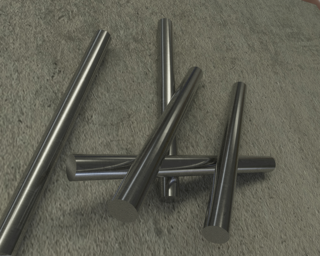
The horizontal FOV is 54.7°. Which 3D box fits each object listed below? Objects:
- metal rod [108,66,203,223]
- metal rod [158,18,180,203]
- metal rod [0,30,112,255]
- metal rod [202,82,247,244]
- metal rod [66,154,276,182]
[{"bbox_3d":[0.013,-0.010,0.366,0.025,0.025,0.301,36,35,-5],"label":"metal rod"},{"bbox_3d":[0.010,-0.045,0.437,0.025,0.025,0.299,13,56,-21],"label":"metal rod"},{"bbox_3d":[-0.109,-0.011,0.352,0.025,0.025,0.300,24,53,-14],"label":"metal rod"},{"bbox_3d":[0.092,0.015,0.401,0.025,0.025,0.301,35,37,-6],"label":"metal rod"},{"bbox_3d":[0.040,0.045,0.370,0.302,0.025,0.025,4,60,-37],"label":"metal rod"}]
